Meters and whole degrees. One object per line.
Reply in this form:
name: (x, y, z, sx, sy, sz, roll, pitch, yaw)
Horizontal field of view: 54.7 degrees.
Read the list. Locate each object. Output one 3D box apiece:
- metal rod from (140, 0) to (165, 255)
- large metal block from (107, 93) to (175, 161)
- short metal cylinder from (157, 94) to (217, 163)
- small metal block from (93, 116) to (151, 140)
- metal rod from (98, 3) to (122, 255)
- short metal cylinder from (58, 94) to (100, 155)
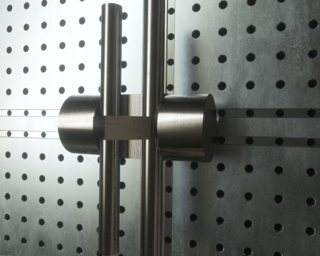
metal rod: (-0.008, 0.000, 0.359, 0.025, 0.025, 0.298, 1, 90, 20)
large metal block: (-0.022, -0.002, 0.403, 0.080, 0.050, 0.079, 1, 90, 20)
short metal cylinder: (0.035, 0.000, 0.367, 0.050, 0.080, 0.079, 1, 90, 21)
small metal block: (-0.043, 0.000, 0.344, 0.050, 0.050, 0.025, 2, 92, 64)
metal rod: (-0.060, 0.002, 0.377, 0.025, 0.025, 0.298, 1, 90, 20)
short metal cylinder: (-0.089, -0.005, 0.411, 0.050, 0.080, 0.079, 2, 91, 20)
